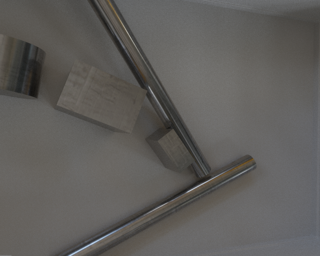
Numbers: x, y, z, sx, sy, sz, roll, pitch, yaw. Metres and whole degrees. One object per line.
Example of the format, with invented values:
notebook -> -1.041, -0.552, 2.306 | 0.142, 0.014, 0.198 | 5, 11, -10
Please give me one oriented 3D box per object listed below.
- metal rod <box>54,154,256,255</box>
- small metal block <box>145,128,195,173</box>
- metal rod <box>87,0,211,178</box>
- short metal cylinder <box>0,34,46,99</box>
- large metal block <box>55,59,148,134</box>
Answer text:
metal rod -> 0.004, 0.108, 0.413 | 0.302, 0.025, 0.025 | -24, 98, -19
small metal block -> 0.012, 0.028, 0.403 | 0.025, 0.050, 0.050 | -38, 103, -16
metal rod -> -0.013, -0.057, 0.380 | 0.025, 0.025, 0.299 | -38, 112, -16
short metal cylinder -> -0.165, -0.062, 0.320 | 0.081, 0.080, 0.050 | 10, 87, -20
large metal block -> -0.071, -0.032, 0.356 | 0.080, 0.080, 0.050 | 22, 83, -19
